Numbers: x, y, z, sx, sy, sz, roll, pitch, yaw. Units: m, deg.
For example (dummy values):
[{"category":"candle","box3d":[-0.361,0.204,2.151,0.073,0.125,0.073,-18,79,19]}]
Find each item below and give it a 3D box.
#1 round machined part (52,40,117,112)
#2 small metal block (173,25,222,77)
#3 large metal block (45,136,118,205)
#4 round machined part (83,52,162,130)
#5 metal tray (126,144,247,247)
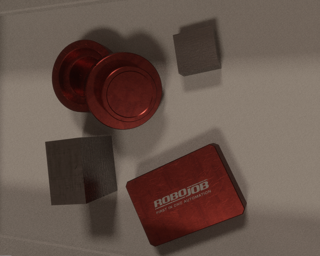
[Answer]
[{"category":"round machined part","box3d":[-0.098,-0.070,0.435,0.098,0.042,0.097,0,90,19]},{"category":"small metal block","box3d":[0.047,-0.097,0.393,0.050,0.025,0.050,-9,87,19]},{"category":"large metal block","box3d":[-0.102,0.054,0.416,0.050,0.080,0.080,-7,88,19]},{"category":"round machined part","box3d":[-0.043,-0.045,0.387,0.099,0.042,0.097,-6,106,-20]},{"category":"metal tray","box3d":[0.031,0.085,0.396,0.130,0.030,0.090,-27,81,17]}]
